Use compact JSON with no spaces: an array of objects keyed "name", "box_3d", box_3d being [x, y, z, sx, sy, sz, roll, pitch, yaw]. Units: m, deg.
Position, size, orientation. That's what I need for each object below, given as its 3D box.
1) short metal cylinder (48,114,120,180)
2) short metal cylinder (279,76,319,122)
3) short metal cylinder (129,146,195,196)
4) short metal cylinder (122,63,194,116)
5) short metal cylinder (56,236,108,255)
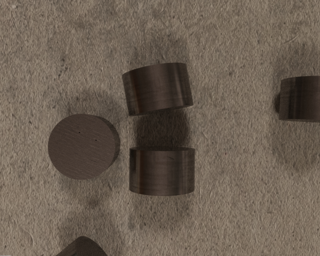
[{"name":"short metal cylinder","box_3d":[-0.094,0.022,0.396,0.081,0.050,0.079,0,90,-1]},{"name":"short metal cylinder","box_3d":[0.192,-0.033,0.385,0.081,0.080,0.050,4,90,-1]},{"name":"short metal cylinder","box_3d":[0.003,0.050,0.383,0.081,0.080,0.050,1,90,-1]},{"name":"short metal cylinder","box_3d":[-0.003,-0.046,0.382,0.080,0.080,0.050,-10,90,0]},{"name":"short metal cylinder","box_3d":[-0.096,0.183,0.381,0.050,0.080,0.080,-39,91,0]}]
